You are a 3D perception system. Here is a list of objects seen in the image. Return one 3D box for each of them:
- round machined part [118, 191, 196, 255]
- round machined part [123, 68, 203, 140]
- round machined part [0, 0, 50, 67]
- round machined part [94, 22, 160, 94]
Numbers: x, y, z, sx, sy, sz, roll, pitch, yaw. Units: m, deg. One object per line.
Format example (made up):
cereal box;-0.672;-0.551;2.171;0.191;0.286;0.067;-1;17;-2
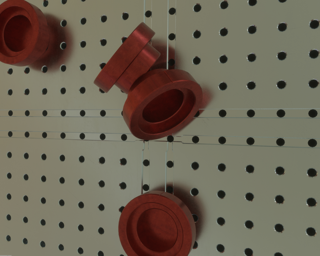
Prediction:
round machined part;-0.001;0.130;0.404;0.098;0.042;0.097;0;90;20
round machined part;0.000;-0.033;0.378;0.098;0.098;0.042;-42;57;15
round machined part;-0.212;-0.144;0.479;0.098;0.042;0.097;0;90;20
round machined part;-0.037;-0.081;0.393;0.042;0.098;0.098;39;104;-12
